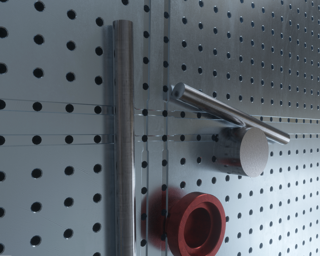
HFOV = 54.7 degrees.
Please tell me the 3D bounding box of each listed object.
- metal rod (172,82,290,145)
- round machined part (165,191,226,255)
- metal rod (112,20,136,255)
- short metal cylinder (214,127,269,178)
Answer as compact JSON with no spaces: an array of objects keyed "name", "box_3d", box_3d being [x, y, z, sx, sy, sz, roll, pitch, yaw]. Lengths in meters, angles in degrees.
[{"name":"metal rod","box_3d":[0.138,-0.015,0.527,0.302,0.025,0.025,18,79,-39]},{"name":"round machined part","box_3d":[0.046,0.139,0.440,0.099,0.042,0.097,0,90,-40]},{"name":"metal rod","box_3d":[-0.043,0.023,0.374,0.025,0.025,0.298,-1,91,-40]},{"name":"short metal cylinder","box_3d":[0.134,0.038,0.509,0.081,0.050,0.079,0,91,-40]}]
